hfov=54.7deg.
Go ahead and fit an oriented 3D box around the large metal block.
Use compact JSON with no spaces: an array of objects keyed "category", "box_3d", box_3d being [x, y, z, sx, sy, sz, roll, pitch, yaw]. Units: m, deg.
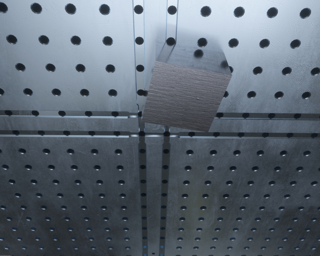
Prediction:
[{"category":"large metal block","box_3d":[0.026,-0.047,0.356,0.081,0.050,0.079,9,130,-8]}]
